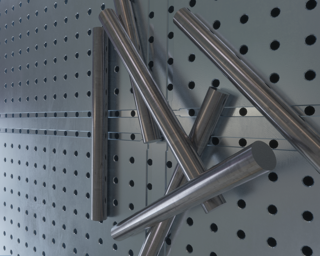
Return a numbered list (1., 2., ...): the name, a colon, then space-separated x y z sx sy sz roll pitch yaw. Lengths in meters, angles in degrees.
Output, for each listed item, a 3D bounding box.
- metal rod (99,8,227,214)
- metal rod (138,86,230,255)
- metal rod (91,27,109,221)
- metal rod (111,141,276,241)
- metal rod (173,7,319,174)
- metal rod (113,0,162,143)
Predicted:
1. metal rod: -0.008 -0.037 0.382 0.025 0.025 0.299 -43 64 32
2. metal rod: 0.016 0.090 0.396 0.025 0.025 0.298 33 111 35
3. metal rod: -0.094 -0.006 0.488 0.025 0.025 0.298 1 91 40
4. metal rod: 0.009 0.089 0.350 0.299 0.025 0.025 -44 63 49
5. metal rod: 0.107 -0.031 0.321 0.025 0.025 0.300 -51 60 28
6. metal rod: -0.042 -0.125 0.445 0.025 0.025 0.299 -21 77 38
